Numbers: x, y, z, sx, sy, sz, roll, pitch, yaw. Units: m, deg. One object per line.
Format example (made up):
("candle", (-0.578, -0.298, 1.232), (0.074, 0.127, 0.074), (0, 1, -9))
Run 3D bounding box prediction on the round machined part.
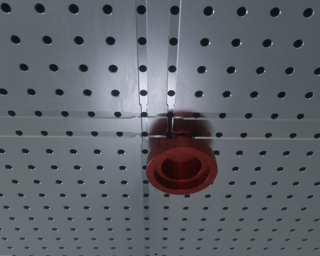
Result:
("round machined part", (0.030, 0.049, 0.442), (0.099, 0.042, 0.097), (0, 130, 0))
